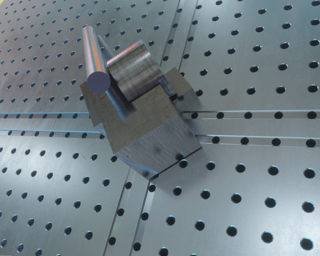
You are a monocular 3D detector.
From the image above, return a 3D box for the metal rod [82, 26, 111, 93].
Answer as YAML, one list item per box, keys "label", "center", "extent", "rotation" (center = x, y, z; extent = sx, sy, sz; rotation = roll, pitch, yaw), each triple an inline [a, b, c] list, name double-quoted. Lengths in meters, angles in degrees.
- label: "metal rod"
  center: [-0.101, -0.116, 0.463]
  extent: [0.025, 0.025, 0.300]
  rotation: [-35, 30, 4]

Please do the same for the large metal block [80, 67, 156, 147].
- label: "large metal block"
  center: [-0.054, -0.023, 0.415]
  extent: [0.050, 0.080, 0.080]
  rotation: [-33, 52, 7]

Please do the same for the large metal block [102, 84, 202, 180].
- label: "large metal block"
  center: [-0.008, 0.008, 0.369]
  extent: [0.080, 0.080, 0.050]
  rotation: [-33, 52, 7]

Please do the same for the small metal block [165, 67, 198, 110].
- label: "small metal block"
  center: [0.016, -0.049, 0.429]
  extent: [0.050, 0.025, 0.050]
  rotation: [-36, 51, 4]

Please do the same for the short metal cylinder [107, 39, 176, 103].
- label: "short metal cylinder"
  center: [-0.022, -0.064, 0.389]
  extent: [0.050, 0.080, 0.080]
  rotation: [-32, 52, 7]
